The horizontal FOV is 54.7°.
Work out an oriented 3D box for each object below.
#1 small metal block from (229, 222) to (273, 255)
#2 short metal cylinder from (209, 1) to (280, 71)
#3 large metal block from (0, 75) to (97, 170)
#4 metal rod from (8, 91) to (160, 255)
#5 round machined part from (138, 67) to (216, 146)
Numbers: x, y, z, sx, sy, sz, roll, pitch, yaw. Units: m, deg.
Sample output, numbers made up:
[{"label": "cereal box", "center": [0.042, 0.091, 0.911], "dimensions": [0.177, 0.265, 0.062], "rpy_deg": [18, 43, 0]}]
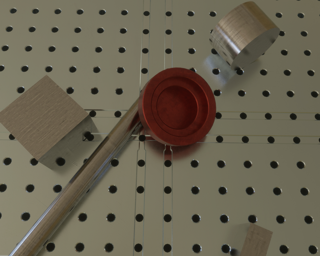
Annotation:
[{"label": "small metal block", "center": [0.100, 0.137, 0.350], "dimensions": [0.025, 0.050, 0.050], "rpy_deg": [23, 72, 8]}, {"label": "short metal cylinder", "center": [0.116, -0.126, 0.430], "dimensions": [0.080, 0.080, 0.050], "rpy_deg": [-31, 73, -11]}, {"label": "large metal block", "center": [-0.143, -0.007, 0.399], "dimensions": [0.080, 0.050, 0.080], "rpy_deg": [42, 75, 13]}, {"label": "metal rod", "center": [-0.087, 0.054, 0.390], "dimensions": [0.025, 0.025, 0.300], "rpy_deg": [34, 73, 11]}, {"label": "round machined part", "center": [0.019, -0.025, 0.400], "dimensions": [0.099, 0.042, 0.097], "rpy_deg": [2, 84, -19]}]
